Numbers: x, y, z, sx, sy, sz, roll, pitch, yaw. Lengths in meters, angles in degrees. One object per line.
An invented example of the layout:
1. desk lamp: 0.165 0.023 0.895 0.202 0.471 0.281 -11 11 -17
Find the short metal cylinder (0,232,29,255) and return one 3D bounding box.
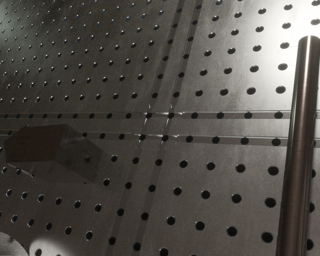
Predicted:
1. short metal cylinder: -0.203 0.172 0.371 0.050 0.080 0.080 -43 51 -1

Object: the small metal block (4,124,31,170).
1. small metal block: -0.223 0.031 0.504 0.050 0.025 0.050 -35 52 5

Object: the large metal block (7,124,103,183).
1. large metal block: -0.139 0.038 0.421 0.080 0.080 0.050 -5 60 25

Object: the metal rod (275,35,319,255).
1. metal rod: 0.142 0.028 0.316 0.025 0.025 0.300 3 63 29
